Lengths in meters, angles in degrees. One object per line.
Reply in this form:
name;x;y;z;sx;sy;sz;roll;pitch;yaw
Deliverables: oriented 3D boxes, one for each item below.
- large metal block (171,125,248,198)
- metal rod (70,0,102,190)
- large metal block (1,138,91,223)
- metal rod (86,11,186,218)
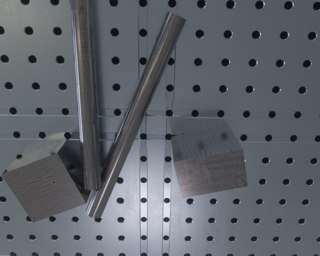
large metal block;0.060;0.040;0.400;0.080;0.080;0.050;-11;110;4
metal rod;-0.091;-0.064;0.379;0.025;0.025;0.298;0;107;0
large metal block;-0.150;0.071;0.425;0.080;0.050;0.080;-21;109;7
metal rod;-0.039;-0.004;0.411;0.025;0.025;0.298;22;109;-8
